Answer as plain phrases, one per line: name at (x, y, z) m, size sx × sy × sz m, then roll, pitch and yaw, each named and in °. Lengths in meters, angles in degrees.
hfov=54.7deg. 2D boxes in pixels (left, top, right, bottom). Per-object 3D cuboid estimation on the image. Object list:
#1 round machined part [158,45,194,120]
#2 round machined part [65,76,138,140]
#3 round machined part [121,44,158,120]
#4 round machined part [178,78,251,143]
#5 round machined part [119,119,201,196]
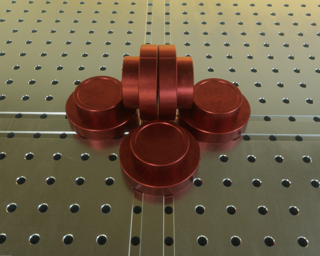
round machined part at (0.019, -0.058, 0.402) m, size 0.042 × 0.097 × 0.098 m, roll -1°, pitch 50°, yaw -1°
round machined part at (-0.080, -0.034, 0.424) m, size 0.099 × 0.042 × 0.098 m, roll 0°, pitch 50°, yaw 0°
round machined part at (-0.024, -0.058, 0.401) m, size 0.042 × 0.097 × 0.098 m, roll 1°, pitch 50°, yaw 1°
round machined part at (0.074, -0.031, 0.422) m, size 0.099 × 0.042 × 0.098 m, roll 0°, pitch 50°, yaw 0°
round machined part at (0.000, 0.028, 0.373) m, size 0.099 × 0.042 × 0.098 m, roll 0°, pitch 50°, yaw 0°
